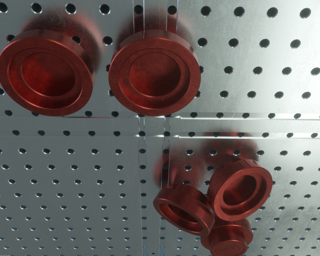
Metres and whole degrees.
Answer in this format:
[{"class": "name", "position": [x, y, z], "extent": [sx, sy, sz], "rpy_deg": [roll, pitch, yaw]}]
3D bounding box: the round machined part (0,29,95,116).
[{"class": "round machined part", "position": [-0.122, -0.063, 0.345], "extent": [0.099, 0.042, 0.097], "rpy_deg": [-1, 130, 0]}]

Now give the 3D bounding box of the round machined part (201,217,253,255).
[{"class": "round machined part", "position": [0.126, 0.210, 0.582], "extent": [0.099, 0.042, 0.097], "rpy_deg": [-1, 130, 0]}]

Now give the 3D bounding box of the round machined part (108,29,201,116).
[{"class": "round machined part", "position": [-0.006, -0.064, 0.346], "extent": [0.099, 0.042, 0.097], "rpy_deg": [-1, 130, 0]}]

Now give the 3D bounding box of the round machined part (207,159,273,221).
[{"class": "round machined part", "position": [0.114, 0.087, 0.462], "extent": [0.099, 0.042, 0.097], "rpy_deg": [-10, 120, -17]}]

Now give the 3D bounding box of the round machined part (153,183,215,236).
[{"class": "round machined part", "position": [0.042, 0.124, 0.488], "extent": [0.098, 0.042, 0.097], "rpy_deg": [24, 148, 17]}]
